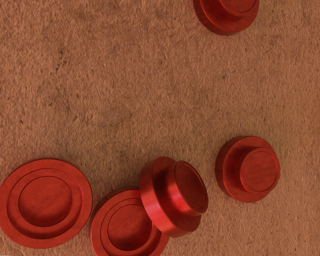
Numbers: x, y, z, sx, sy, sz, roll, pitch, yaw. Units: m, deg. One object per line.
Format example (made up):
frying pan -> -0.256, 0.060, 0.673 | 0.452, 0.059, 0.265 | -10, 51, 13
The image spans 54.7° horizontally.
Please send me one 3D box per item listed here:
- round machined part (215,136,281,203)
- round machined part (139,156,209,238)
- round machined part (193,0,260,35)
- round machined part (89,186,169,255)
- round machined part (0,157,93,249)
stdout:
round machined part -> 0.133, 0.060, 0.449 | 0.099, 0.042, 0.097 | 0, 90, -20
round machined part -> 0.023, 0.078, 0.378 | 0.042, 0.098, 0.098 | -31, 104, 27
round machined part -> 0.100, -0.185, 0.436 | 0.099, 0.042, 0.097 | 0, 90, -20
round machined part -> -0.039, 0.120, 0.386 | 0.099, 0.042, 0.097 | 0, 90, -20
round machined part -> -0.129, 0.081, 0.352 | 0.099, 0.042, 0.097 | 0, 90, -20
